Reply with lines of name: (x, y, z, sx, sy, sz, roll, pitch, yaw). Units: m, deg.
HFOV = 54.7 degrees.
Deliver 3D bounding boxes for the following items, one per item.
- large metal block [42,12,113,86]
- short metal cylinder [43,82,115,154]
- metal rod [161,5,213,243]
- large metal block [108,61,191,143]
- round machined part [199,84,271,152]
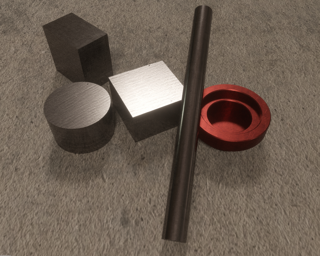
large metal block: (-0.119, -0.111, 0.459, 0.080, 0.080, 0.050, 36, 58, 26)
short metal cylinder: (-0.101, -0.014, 0.397, 0.081, 0.050, 0.080, 0, 50, 0)
metal rod: (0.037, -0.023, 0.368, 0.025, 0.025, 0.299, 7, 67, 5)
large metal block: (-0.014, -0.038, 0.419, 0.081, 0.050, 0.080, -21, 53, -17)
round machined part: (0.088, -0.009, 0.401, 0.099, 0.042, 0.098, 0, 50, 0)
